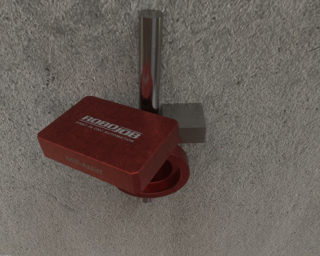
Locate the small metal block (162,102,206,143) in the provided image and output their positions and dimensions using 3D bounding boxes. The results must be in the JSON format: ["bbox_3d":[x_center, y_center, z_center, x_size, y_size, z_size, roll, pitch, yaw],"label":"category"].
[{"bbox_3d":[0.029,-0.007,0.387,0.050,0.050,0.025,-1,130,0],"label":"small metal block"}]

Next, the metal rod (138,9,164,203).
[{"bbox_3d":[-0.015,-0.002,0.407,0.025,0.025,0.298,2,130,-2],"label":"metal rod"}]

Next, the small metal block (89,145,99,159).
[{"bbox_3d":[-0.073,0.016,0.405,0.050,0.050,0.025,-15,129,12],"label":"small metal block"}]

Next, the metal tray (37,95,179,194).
[{"bbox_3d":[-0.056,0.012,0.345,0.130,0.090,0.030,17,133,24],"label":"metal tray"}]

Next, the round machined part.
[{"bbox_3d":[-0.013,0.046,0.400,0.099,0.042,0.097,-2,134,-2],"label":"round machined part"}]
